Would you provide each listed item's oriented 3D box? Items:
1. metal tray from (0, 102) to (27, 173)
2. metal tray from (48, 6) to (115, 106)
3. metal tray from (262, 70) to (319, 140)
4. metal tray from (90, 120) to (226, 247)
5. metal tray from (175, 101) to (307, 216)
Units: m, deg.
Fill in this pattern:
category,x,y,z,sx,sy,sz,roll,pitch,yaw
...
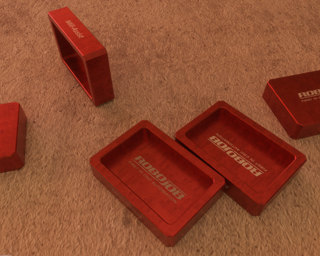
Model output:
category,x,y,z,sx,sy,sz,roll,pitch,yaw
metal tray,-0.239,0.018,0.383,0.131,0.030,0.090,-10,51,-9
metal tray,-0.114,-0.104,0.446,0.030,0.090,0.130,-27,55,-21
metal tray,0.225,-0.039,0.434,0.131,0.030,0.090,-12,51,-10
metal tray,-0.004,0.056,0.352,0.130,0.030,0.091,37,59,27
metal tray,0.093,0.030,0.375,0.091,0.030,0.130,-36,59,-26
